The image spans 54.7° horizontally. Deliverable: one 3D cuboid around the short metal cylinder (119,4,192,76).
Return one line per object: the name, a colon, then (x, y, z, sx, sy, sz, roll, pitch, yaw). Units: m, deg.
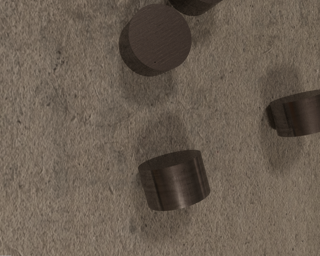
short metal cylinder: (-0.007, -0.109, 0.394, 0.081, 0.050, 0.079, 0, 90, -21)

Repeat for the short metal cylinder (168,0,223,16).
short metal cylinder: (0.052, -0.199, 0.416, 0.081, 0.050, 0.079, 0, 90, -20)

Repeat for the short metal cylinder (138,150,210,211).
short metal cylinder: (0.018, 0.063, 0.388, 0.081, 0.080, 0.050, -17, 96, -20)

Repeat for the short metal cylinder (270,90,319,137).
short metal cylinder: (0.210, -0.023, 0.459, 0.081, 0.080, 0.050, -19, 97, -19)
